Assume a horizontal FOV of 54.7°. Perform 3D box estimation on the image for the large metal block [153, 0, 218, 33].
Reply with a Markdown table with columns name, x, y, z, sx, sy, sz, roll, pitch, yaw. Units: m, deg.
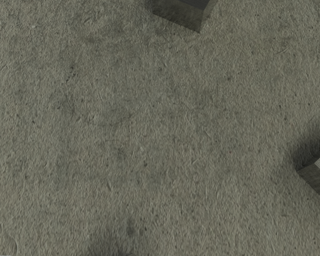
| name | x | y | z | sx | sy | sz | roll | pitch | yaw |
| --- | --- | --- | --- | --- | --- | --- | --- | --- | --- |
| large metal block | 0.043 | -0.204 | 0.470 | 0.080 | 0.050 | 0.080 | 26 | 72 | 9 |

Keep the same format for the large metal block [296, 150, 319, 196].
| name | x | y | z | sx | sy | sz | roll | pitch | yaw |
| --- | --- | --- | --- | --- | --- | --- | --- | --- | --- |
| large metal block | 0.233 | 0.054 | 0.377 | 0.080 | 0.050 | 0.080 | -38 | 74 | -13 |

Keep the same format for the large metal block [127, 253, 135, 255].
| name | x | y | z | sx | sy | sz | roll | pitch | yaw |
| --- | --- | --- | --- | --- | --- | --- | --- | --- | --- |
| large metal block | -0.038 | 0.179 | 0.313 | 0.050 | 0.080 | 0.080 | 38 | 74 | 12 |
